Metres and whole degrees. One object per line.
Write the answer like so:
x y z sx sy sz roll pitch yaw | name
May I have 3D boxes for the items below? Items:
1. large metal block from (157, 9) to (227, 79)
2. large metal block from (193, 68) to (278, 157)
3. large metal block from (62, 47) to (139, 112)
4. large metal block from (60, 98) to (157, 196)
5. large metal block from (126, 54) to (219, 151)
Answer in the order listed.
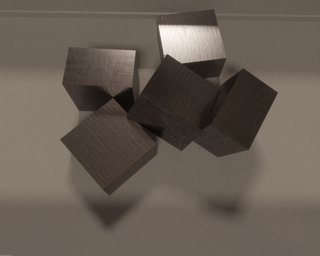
0.041 -0.115 0.439 0.081 0.050 0.080 -8 70 -3 | large metal block
0.086 -0.015 0.381 0.050 0.080 0.080 34 73 -6 | large metal block
-0.071 -0.059 0.401 0.081 0.080 0.050 3 70 1 | large metal block
-0.061 0.024 0.387 0.080 0.050 0.080 -41 75 -14 | large metal block
0.018 -0.032 0.383 0.080 0.050 0.080 33 48 -6 | large metal block
